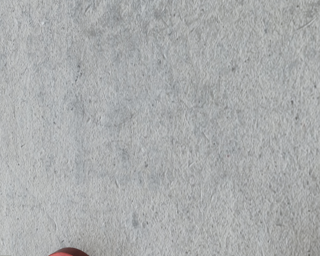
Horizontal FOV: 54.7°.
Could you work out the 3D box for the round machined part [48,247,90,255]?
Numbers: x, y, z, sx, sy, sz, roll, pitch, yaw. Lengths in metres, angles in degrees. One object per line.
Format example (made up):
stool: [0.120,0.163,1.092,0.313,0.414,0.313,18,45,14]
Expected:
round machined part: [-0.124,0.220,0.444,0.098,0.042,0.097,0,90,20]
